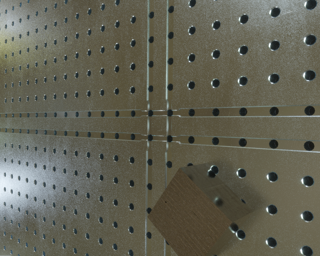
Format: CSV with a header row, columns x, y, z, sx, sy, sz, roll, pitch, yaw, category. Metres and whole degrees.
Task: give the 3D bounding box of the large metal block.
x,y,z,sx,sy,sz,roll,pitch,yaw,category
0.044,0.100,0.358,0.080,0.050,0.080,45,117,31,large metal block
